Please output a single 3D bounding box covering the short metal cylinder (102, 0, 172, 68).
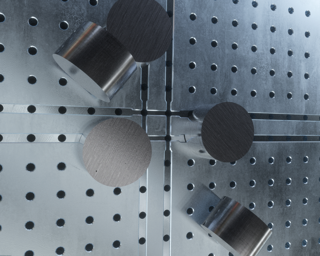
[{"bbox_3d":[-0.031,-0.117,0.387,0.081,0.050,0.079,0,90,-20],"label":"short metal cylinder"}]

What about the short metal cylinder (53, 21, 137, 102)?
[{"bbox_3d":[-0.074,-0.074,0.356,0.080,0.080,0.050,41,77,-16],"label":"short metal cylinder"}]

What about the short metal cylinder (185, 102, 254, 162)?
[{"bbox_3d":[0.081,0.005,0.429,0.081,0.050,0.079,0,90,-20],"label":"short metal cylinder"}]

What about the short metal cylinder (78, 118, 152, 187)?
[{"bbox_3d":[-0.056,0.028,0.378,0.081,0.050,0.079,0,90,-20],"label":"short metal cylinder"}]

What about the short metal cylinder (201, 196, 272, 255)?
[{"bbox_3d":[0.103,0.139,0.422,0.080,0.080,0.050,45,76,-15],"label":"short metal cylinder"}]
